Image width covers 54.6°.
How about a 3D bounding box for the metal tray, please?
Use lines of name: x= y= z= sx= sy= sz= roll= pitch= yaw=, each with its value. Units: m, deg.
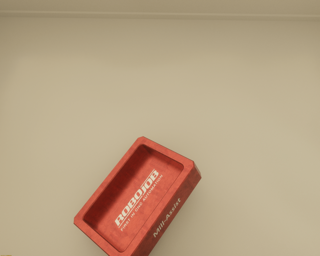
metal tray: x=-0.025 y=0.080 z=0.356 sx=0.090 sy=0.030 sz=0.130 roll=24 pitch=68 yaw=37
